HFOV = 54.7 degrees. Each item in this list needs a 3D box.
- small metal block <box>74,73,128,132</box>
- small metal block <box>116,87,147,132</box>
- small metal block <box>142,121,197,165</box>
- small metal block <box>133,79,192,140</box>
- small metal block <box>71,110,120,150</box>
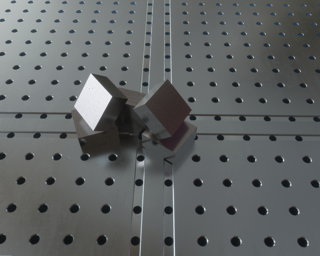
[{"bbox_3d":[-0.073,-0.031,0.380,0.025,0.050,0.050,4,35,-51],"label":"small metal block"},{"bbox_3d":[-0.034,-0.022,0.409,0.050,0.050,0.025,15,52,11],"label":"small metal block"},{"bbox_3d":[0.012,0.011,0.399,0.050,0.025,0.050,29,55,21],"label":"small metal block"},{"bbox_3d":[0.004,-0.022,0.376,0.050,0.025,0.050,50,54,-17],"label":"small metal block"},{"bbox_3d":[-0.085,-0.004,0.410,0.050,0.025,0.050,-15,52,-13],"label":"small metal block"}]
